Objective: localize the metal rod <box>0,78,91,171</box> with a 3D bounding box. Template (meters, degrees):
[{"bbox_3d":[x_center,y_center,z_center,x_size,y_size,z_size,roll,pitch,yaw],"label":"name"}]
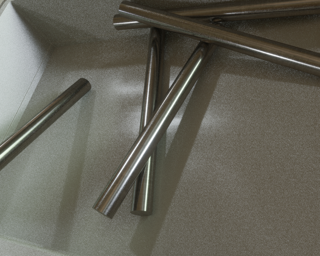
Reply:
[{"bbox_3d":[-0.185,0.016,0.410,0.025,0.025,0.301,1,36,28],"label":"metal rod"}]

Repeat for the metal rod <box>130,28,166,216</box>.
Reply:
[{"bbox_3d":[-0.012,-0.032,0.430,0.025,0.025,0.299,-10,57,23],"label":"metal rod"}]

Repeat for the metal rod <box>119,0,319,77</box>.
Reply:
[{"bbox_3d":[0.069,-0.124,0.409,0.300,0.025,0.025,25,75,25],"label":"metal rod"}]

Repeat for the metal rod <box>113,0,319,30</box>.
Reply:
[{"bbox_3d":[0.068,-0.164,0.446,0.301,0.025,0.025,4,63,23],"label":"metal rod"}]

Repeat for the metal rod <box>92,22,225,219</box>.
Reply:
[{"bbox_3d":[0.011,-0.025,0.392,0.025,0.025,0.300,16,63,34],"label":"metal rod"}]
